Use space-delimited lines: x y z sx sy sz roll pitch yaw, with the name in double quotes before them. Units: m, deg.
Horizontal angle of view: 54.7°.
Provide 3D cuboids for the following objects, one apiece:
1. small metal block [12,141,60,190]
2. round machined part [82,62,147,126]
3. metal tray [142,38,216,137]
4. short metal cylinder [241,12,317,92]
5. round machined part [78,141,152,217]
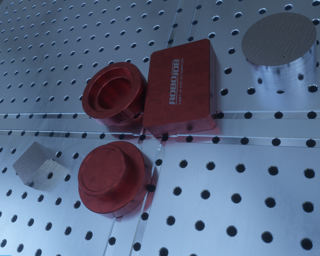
"small metal block" -0.188 0.056 0.470 0.050 0.025 0.050 -49 52 -6
"round machined part" -0.062 -0.046 0.456 0.098 0.042 0.098 -13 56 20
"metal tray" 0.028 -0.056 0.423 0.090 0.030 0.130 -9 58 23
"short metal cylinder" 0.144 -0.091 0.372 0.080 0.050 0.080 -13 56 20
"round machined part" -0.064 0.059 0.393 0.098 0.042 0.098 -13 56 20
